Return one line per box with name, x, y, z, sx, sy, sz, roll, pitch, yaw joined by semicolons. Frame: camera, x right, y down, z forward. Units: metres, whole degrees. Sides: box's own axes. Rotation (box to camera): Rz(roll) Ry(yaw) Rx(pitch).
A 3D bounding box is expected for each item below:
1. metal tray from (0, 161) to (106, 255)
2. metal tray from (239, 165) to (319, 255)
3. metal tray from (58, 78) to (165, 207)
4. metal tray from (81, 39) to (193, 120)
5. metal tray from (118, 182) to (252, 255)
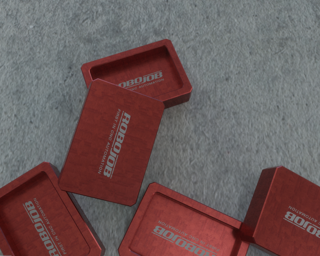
metal tray;-0.136;0.116;0.361;0.090;0.030;0.130;-33;74;-12
metal tray;0.165;0.111;0.349;0.131;0.030;0.090;29;72;-7
metal tray;-0.056;0.018;0.366;0.091;0.030;0.129;19;83;-17
metal tray;-0.032;-0.062;0.427;0.131;0.030;0.090;-19;71;-7
metal tray;0.030;0.130;0.358;0.130;0.030;0.090;24;71;8
